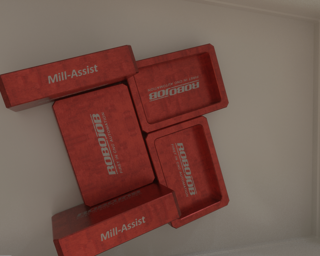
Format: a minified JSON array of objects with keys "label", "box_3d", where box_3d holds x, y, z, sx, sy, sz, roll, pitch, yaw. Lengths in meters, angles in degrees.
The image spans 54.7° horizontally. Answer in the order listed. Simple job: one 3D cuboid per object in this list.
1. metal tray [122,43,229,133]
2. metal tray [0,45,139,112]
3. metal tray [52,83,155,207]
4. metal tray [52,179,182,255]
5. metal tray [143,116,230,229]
[{"label":"metal tray","box_3d":[0.021,-0.054,0.415,0.131,0.030,0.089,-18,96,-20]},{"label":"metal tray","box_3d":[-0.098,-0.052,0.336,0.131,0.090,0.030,-19,97,-19]},{"label":"metal tray","box_3d":[-0.068,0.019,0.380,0.091,0.030,0.129,-19,97,-19]},{"label":"metal tray","box_3d":[-0.053,0.101,0.354,0.131,0.090,0.030,-18,97,-19]},{"label":"metal tray","box_3d":[0.034,0.057,0.420,0.091,0.030,0.129,-19,97,-19]}]
